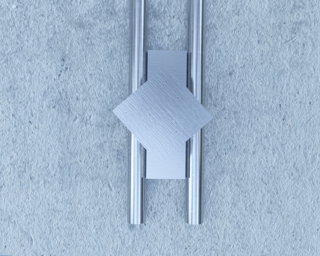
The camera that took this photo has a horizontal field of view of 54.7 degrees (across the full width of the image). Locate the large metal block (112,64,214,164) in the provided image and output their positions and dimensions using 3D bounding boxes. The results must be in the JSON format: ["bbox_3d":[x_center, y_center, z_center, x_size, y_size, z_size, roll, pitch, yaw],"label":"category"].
[{"bbox_3d":[0.003,-0.015,0.372,0.080,0.050,0.080,-41,91,0],"label":"large metal block"}]

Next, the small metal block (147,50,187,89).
[{"bbox_3d":[0.009,-0.075,0.410,0.050,0.025,0.050,1,90,-1],"label":"small metal block"}]

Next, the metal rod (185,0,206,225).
[{"bbox_3d":[0.047,-0.024,0.412,0.025,0.025,0.298,1,90,-1],"label":"metal rod"}]

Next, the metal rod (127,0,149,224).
[{"bbox_3d":[-0.029,-0.025,0.411,0.025,0.025,0.298,1,90,-1],"label":"metal rod"}]

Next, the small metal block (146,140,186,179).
[{"bbox_3d":[0.008,0.041,0.410,0.050,0.025,0.050,1,90,-1],"label":"small metal block"}]
